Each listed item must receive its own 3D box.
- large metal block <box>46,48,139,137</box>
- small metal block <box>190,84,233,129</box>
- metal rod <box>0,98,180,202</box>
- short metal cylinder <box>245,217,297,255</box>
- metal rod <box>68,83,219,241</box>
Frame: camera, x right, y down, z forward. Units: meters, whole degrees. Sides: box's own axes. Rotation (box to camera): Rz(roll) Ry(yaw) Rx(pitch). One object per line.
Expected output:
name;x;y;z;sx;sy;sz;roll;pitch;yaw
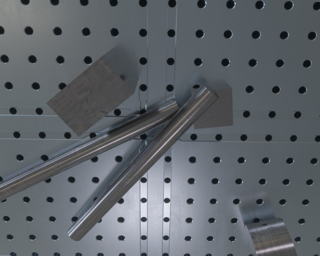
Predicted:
large metal block;-0.075;-0.045;0.367;0.080;0.080;0.050;-37;106;12
small metal block;0.067;-0.028;0.404;0.050;0.025;0.050;-6;110;2
metal rod;-0.110;0.036;0.425;0.301;0.025;0.025;-25;108;8
short metal cylinder;0.161;0.176;0.451;0.050;0.080;0.080;-15;110;5
metal rod;-0.034;0.058;0.419;0.025;0.025;0.299;38;111;-13
